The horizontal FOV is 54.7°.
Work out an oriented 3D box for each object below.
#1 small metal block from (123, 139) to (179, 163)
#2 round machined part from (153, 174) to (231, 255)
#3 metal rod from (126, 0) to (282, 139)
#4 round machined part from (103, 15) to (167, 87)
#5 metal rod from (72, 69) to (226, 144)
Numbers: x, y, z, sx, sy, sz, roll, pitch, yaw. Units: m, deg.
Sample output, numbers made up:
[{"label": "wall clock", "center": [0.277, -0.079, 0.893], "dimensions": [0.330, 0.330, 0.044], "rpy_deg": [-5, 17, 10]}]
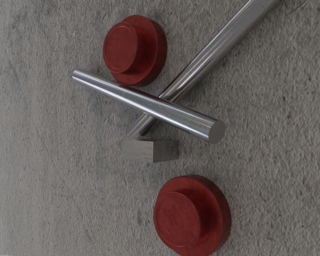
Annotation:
[{"label": "small metal block", "center": [-0.011, 0.028, 0.398], "dimensions": [0.050, 0.050, 0.025], "rpy_deg": [2, 91, 40]}, {"label": "round machined part", "center": [0.031, 0.107, 0.369], "dimensions": [0.098, 0.042, 0.097], "rpy_deg": [0, 90, 40]}, {"label": "metal rod", "center": [0.054, -0.079, 0.360], "dimensions": [0.299, 0.025, 0.025], "rpy_deg": [-44, 64, 31]}, {"label": "round machined part", "center": [-0.041, -0.107, 0.428], "dimensions": [0.098, 0.042, 0.097], "rpy_deg": [0, 90, 40]}, {"label": "metal rod", "center": [-0.039, -0.041, 0.409], "dimensions": [0.300, 0.025, 0.025], "rpy_deg": [26, 106, 45]}]
